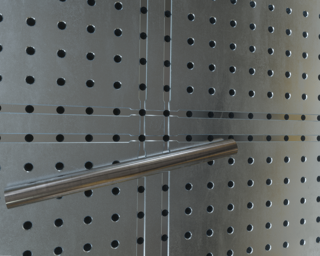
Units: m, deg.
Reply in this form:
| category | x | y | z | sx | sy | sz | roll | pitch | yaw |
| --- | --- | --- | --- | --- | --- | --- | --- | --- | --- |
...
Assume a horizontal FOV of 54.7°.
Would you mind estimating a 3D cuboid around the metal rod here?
| category | x | y | z | sx | sy | sz | roll | pitch | yaw |
| --- | --- | --- | --- | --- | --- | --- | --- | --- | --- |
| metal rod | -0.033 | 0.054 | 0.401 | 0.303 | 0.025 | 0.025 | -10 | 94 | -20 |
